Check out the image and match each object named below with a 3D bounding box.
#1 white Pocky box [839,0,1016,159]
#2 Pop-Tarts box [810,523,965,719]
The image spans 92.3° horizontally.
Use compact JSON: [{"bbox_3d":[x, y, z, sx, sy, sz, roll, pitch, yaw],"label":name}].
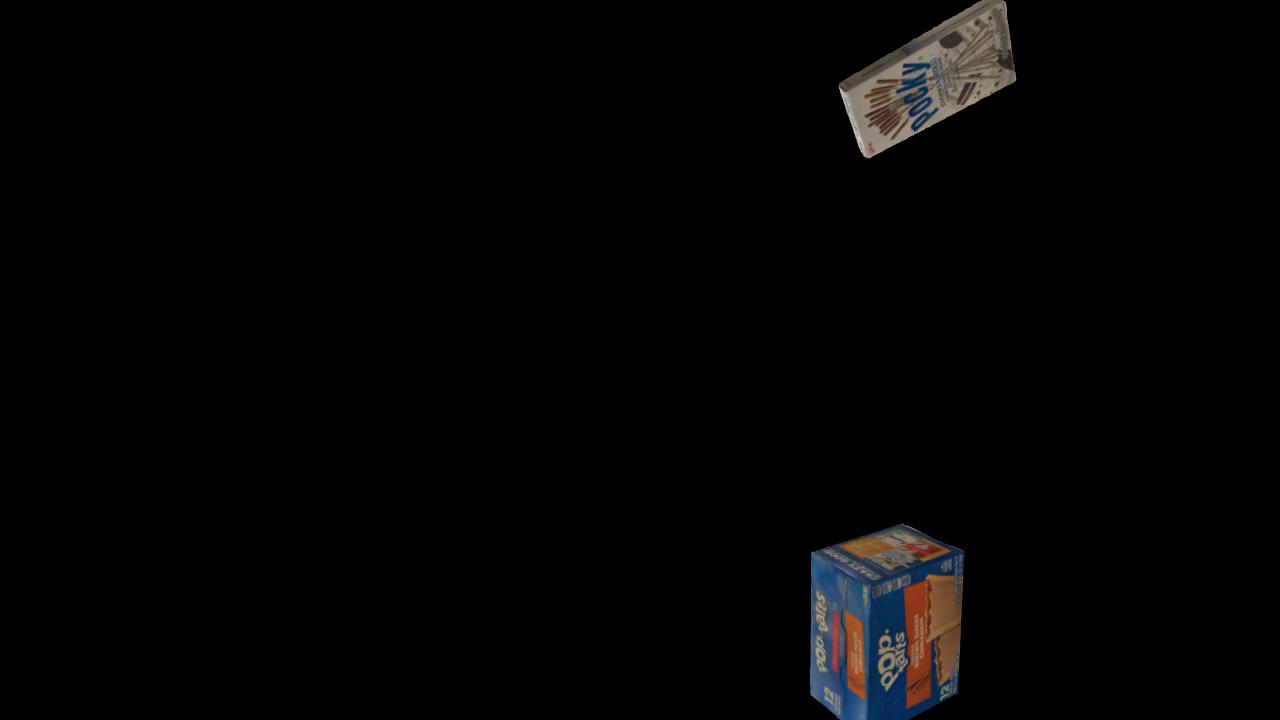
[{"bbox_3d":[0.284,-0.276,0.609,0.154,0.028,0.084,-26,-51,16],"label":"white Pocky box"},{"bbox_3d":[0.260,0.279,0.649,0.141,0.167,0.083,-6,9,-27],"label":"Pop-Tarts box"}]
